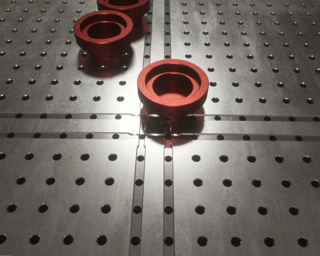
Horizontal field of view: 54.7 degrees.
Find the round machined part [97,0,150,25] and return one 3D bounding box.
[{"bbox_3d":[-0.068,-0.228,0.586,0.099,0.042,0.098,1,47,-1],"label":"round machined part"}]

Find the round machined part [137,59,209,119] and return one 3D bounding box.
[{"bbox_3d":[0.018,-0.051,0.440,0.099,0.042,0.098,0,50,0],"label":"round machined part"}]

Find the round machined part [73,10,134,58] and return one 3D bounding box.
[{"bbox_3d":[-0.093,-0.156,0.526,0.099,0.042,0.098,0,50,0],"label":"round machined part"}]
